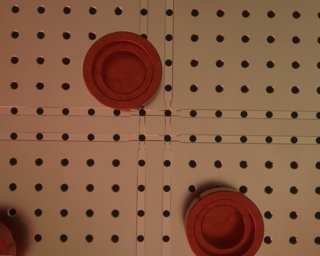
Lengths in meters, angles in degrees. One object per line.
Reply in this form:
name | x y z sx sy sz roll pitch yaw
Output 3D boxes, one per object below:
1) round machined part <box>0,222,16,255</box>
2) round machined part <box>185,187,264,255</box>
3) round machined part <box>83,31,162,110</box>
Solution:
round machined part | -0.236 0.161 0.402 0.099 0.042 0.097 0 90 -1
round machined part | 0.081 0.126 0.406 0.099 0.042 0.097 0 90 -1
round machined part | -0.046 -0.072 0.404 0.099 0.042 0.097 0 90 -1
